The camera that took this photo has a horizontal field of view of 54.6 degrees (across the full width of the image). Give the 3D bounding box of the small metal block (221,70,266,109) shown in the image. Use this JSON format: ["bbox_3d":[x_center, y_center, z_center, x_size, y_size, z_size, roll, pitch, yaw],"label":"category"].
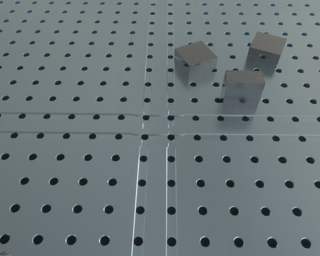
[{"bbox_3d":[0.115,-0.053,0.437,0.050,0.050,0.025,2,50,1],"label":"small metal block"}]

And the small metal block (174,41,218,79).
[{"bbox_3d":[0.057,-0.111,0.502,0.050,0.025,0.050,-20,53,-16],"label":"small metal block"}]

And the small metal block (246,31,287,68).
[{"bbox_3d":[0.179,-0.132,0.520,0.050,0.025,0.050,20,53,16],"label":"small metal block"}]

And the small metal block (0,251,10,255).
[{"bbox_3d":[-0.160,0.150,0.281,0.050,0.025,0.050,-19,53,-15],"label":"small metal block"}]
